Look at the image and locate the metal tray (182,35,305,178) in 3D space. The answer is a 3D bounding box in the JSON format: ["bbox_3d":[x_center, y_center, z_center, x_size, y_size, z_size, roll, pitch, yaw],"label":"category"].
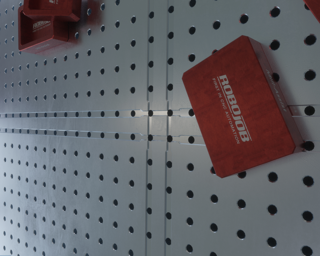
[{"bbox_3d":[0.085,-0.021,0.337,0.090,0.030,0.130,-29,72,36],"label":"metal tray"}]

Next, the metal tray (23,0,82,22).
[{"bbox_3d":[-0.178,-0.250,0.525,0.090,0.030,0.129,5,90,12],"label":"metal tray"}]

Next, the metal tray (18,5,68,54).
[{"bbox_3d":[-0.227,-0.200,0.595,0.130,0.030,0.090,-2,89,40],"label":"metal tray"}]

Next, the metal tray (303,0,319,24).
[{"bbox_3d":[0.159,-0.160,0.275,0.090,0.030,0.130,-37,68,34],"label":"metal tray"}]
